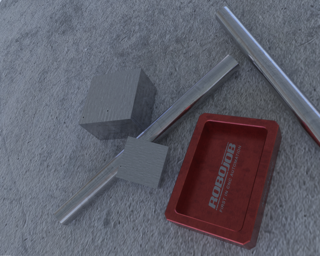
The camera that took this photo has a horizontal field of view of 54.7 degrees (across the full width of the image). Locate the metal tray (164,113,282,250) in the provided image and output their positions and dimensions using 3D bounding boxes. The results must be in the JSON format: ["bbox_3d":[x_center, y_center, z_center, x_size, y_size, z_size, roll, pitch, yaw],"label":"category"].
[{"bbox_3d":[0.069,0.050,0.332,0.090,0.030,0.130,9,66,31],"label":"metal tray"}]

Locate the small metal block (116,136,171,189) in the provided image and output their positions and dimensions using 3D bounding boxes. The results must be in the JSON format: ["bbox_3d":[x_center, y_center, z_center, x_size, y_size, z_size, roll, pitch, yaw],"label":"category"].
[{"bbox_3d":[-0.019,0.042,0.370,0.050,0.025,0.050,14,81,11],"label":"small metal block"}]

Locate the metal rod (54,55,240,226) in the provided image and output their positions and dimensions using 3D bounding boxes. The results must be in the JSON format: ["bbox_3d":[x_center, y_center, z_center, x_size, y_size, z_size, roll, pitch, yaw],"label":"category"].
[{"bbox_3d":[-0.015,0.014,0.401,0.300,0.025,0.025,-42,51,-2],"label":"metal rod"}]

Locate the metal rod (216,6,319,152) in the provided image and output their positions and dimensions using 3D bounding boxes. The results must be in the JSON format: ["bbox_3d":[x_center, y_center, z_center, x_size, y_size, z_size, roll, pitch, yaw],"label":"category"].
[{"bbox_3d":[0.139,-0.057,0.365,0.025,0.025,0.299,-29,52,9],"label":"metal rod"}]

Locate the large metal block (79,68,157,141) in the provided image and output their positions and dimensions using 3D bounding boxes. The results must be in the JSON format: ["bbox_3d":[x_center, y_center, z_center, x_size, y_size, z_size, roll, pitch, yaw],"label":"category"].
[{"bbox_3d":[-0.057,-0.031,0.435,0.080,0.050,0.080,-5,59,25],"label":"large metal block"}]
